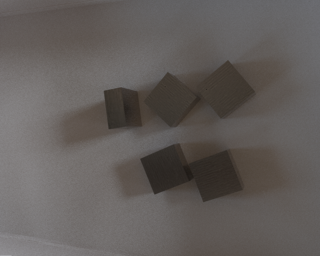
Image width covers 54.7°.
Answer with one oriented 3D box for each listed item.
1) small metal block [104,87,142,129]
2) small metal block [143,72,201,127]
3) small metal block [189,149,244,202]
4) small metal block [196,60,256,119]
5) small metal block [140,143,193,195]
[{"bbox_3d":[-0.048,-0.025,0.413,0.025,0.050,0.050,-9,87,19],"label":"small metal block"},{"bbox_3d":[0.016,-0.036,0.404,0.050,0.025,0.050,44,103,14],"label":"small metal block"},{"bbox_3d":[0.071,0.058,0.385,0.050,0.025,0.050,-23,83,18],"label":"small metal block"},{"bbox_3d":[0.081,-0.046,0.382,0.050,0.025,0.050,-40,78,15],"label":"small metal block"},{"bbox_3d":[0.009,0.053,0.406,0.050,0.025,0.050,-25,82,18],"label":"small metal block"}]
